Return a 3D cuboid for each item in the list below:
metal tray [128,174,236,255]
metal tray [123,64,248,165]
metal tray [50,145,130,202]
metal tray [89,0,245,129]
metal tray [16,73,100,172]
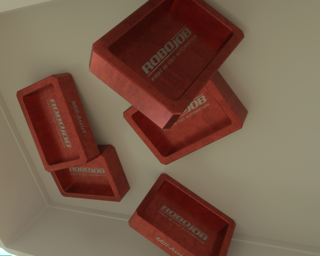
[{"bbox_3d":[0.034,0.132,0.429,0.130,0.090,0.030,34,129,5],"label":"metal tray"},{"bbox_3d":[0.027,-0.016,0.379,0.130,0.030,0.090,-31,102,37],"label":"metal tray"},{"bbox_3d":[-0.123,0.074,0.513,0.130,0.030,0.089,-2,118,29],"label":"metal tray"},{"bbox_3d":[0.011,-0.073,0.287,0.090,0.130,0.030,39,149,2],"label":"metal tray"},{"bbox_3d":[-0.151,-0.006,0.456,0.090,0.030,0.129,-15,97,31],"label":"metal tray"}]
